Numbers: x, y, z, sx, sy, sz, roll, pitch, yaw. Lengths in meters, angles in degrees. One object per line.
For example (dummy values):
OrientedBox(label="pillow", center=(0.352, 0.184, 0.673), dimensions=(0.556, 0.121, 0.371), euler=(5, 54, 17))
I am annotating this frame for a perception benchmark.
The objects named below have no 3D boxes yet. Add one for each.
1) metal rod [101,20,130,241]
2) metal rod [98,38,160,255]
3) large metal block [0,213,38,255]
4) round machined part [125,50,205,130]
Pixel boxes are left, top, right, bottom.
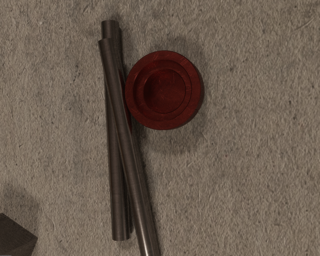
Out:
OrientedBox(label="metal rod", center=(-0.061, 0.002, 0.429), dimensions=(0.025, 0.025, 0.298), euler=(-4, 89, 19))
OrientedBox(label="metal rod", center=(-0.040, 0.033, 0.408), dimensions=(0.025, 0.025, 0.298), euler=(-11, 92, 19))
OrientedBox(label="large metal block", center=(-0.250, 0.180, 0.466), dimensions=(0.080, 0.080, 0.050), euler=(26, 99, 18))
OrientedBox(label="round machined part", center=(0.009, -0.046, 0.396), dimensions=(0.098, 0.042, 0.097), euler=(0, 90, 19))
